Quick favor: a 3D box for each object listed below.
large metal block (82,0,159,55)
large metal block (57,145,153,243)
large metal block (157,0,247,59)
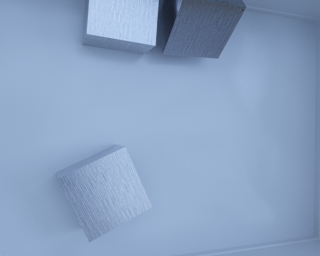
[{"bbox_3d":[-0.049,-0.141,0.379,0.081,0.050,0.080,4,89,-20],"label":"large metal block"},{"bbox_3d":[-0.067,0.074,0.372,0.081,0.050,0.080,-25,99,-18],"label":"large metal block"},{"bbox_3d":[0.047,-0.137,0.391,0.081,0.080,0.050,-1,55,-20],"label":"large metal block"}]
